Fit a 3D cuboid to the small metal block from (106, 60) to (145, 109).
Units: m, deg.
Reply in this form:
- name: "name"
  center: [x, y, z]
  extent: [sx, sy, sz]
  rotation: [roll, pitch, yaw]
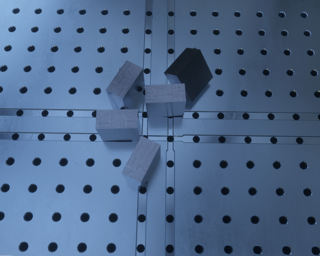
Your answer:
- name: "small metal block"
  center: [-0.045, -0.054, 0.418]
  extent: [0.025, 0.050, 0.050]
  rotation: [28, 73, 10]

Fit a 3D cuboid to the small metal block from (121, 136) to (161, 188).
- name: "small metal block"
  center: [-0.022, 0.044, 0.382]
  extent: [0.025, 0.050, 0.050]
  rotation: [25, 72, 9]

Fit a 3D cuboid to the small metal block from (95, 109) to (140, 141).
- name: "small metal block"
  center: [-0.052, -0.003, 0.399]
  extent: [0.050, 0.050, 0.025]
  rotation: [-1, 70, 0]

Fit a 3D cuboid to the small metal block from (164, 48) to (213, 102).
- name: "small metal block"
  center: [0.040, -0.072, 0.422]
  extent: [0.025, 0.050, 0.050]
  rotation: [23, 67, 46]

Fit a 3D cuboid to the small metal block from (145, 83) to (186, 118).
- name: "small metal block"
  center: [0.007, -0.035, 0.412]
  extent: [0.050, 0.050, 0.025]
  rotation: [-3, 71, -1]
